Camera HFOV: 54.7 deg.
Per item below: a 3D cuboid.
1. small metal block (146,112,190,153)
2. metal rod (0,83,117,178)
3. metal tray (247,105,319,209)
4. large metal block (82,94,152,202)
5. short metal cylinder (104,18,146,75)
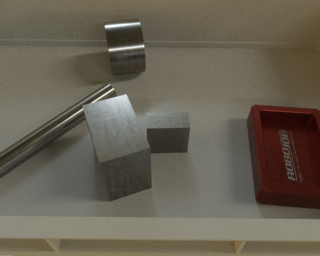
[{"bbox_3d":[0.009,0.006,0.384,0.050,0.050,0.025,-1,50,-2],"label":"small metal block"},{"bbox_3d":[-0.173,0.031,0.376,0.025,0.025,0.302,35,58,25],"label":"metal rod"},{"bbox_3d":[0.160,0.030,0.378,0.091,0.030,0.130,4,50,3],"label":"metal tray"},{"bbox_3d":[-0.047,0.023,0.350,0.050,0.080,0.080,-16,52,-13],"label":"large metal block"},{"bbox_3d":[-0.054,-0.123,0.472,0.050,0.080,0.080,-9,51,-8],"label":"short metal cylinder"}]
